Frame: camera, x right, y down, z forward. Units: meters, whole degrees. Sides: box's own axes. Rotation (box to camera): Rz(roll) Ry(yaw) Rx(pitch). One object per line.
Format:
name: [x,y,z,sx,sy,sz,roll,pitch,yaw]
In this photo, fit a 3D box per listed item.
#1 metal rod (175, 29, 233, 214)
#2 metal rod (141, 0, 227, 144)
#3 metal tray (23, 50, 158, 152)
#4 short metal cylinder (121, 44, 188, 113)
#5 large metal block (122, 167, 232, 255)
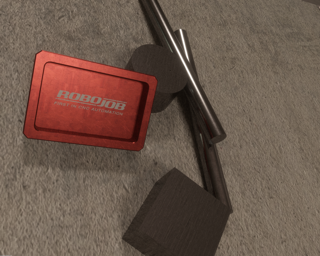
metal rod: [0.055,-0.025,0.450,0.025,0.025,0.299,5,60,-26]
metal rod: [0.025,-0.109,0.467,0.025,0.025,0.299,-4,58,-31]
metal tray: [-0.075,-0.027,0.344,0.131,0.030,0.089,9,98,-24]
short metal cylinder: [-0.010,-0.067,0.425,0.081,0.050,0.080,14,56,-21]
large metal block: [0.020,0.104,0.336,0.080,0.050,0.080,37,51,-4]
